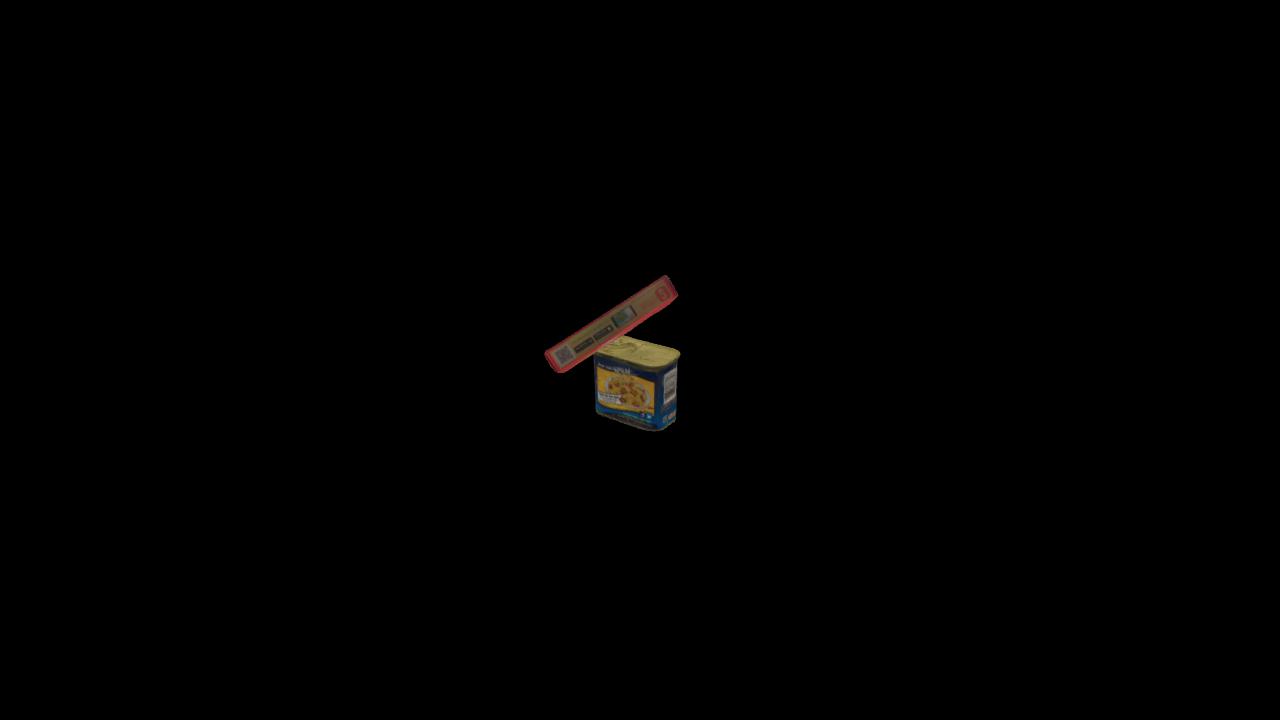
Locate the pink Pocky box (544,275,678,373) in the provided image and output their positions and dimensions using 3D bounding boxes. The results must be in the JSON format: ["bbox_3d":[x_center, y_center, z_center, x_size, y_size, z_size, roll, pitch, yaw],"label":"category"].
[{"bbox_3d":[-0.032,-0.037,0.681,0.155,0.029,0.084,-33,1,-4],"label":"pink Pocky box"}]

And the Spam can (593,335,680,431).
[{"bbox_3d":[-0.005,0.026,0.707,0.101,0.085,0.058,16,28,31],"label":"Spam can"}]
